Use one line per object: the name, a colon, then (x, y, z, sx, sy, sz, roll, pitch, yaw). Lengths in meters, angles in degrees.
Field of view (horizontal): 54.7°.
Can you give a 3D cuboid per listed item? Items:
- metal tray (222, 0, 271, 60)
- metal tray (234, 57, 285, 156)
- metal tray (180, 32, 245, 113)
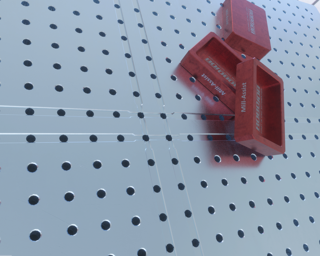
metal tray: (0.174, -0.207, 0.628, 0.091, 0.030, 0.130, 19, 54, -18)
metal tray: (0.154, -0.031, 0.474, 0.090, 0.030, 0.130, 23, 65, -37)
metal tray: (0.109, -0.095, 0.523, 0.130, 0.030, 0.090, 42, 51, 0)
